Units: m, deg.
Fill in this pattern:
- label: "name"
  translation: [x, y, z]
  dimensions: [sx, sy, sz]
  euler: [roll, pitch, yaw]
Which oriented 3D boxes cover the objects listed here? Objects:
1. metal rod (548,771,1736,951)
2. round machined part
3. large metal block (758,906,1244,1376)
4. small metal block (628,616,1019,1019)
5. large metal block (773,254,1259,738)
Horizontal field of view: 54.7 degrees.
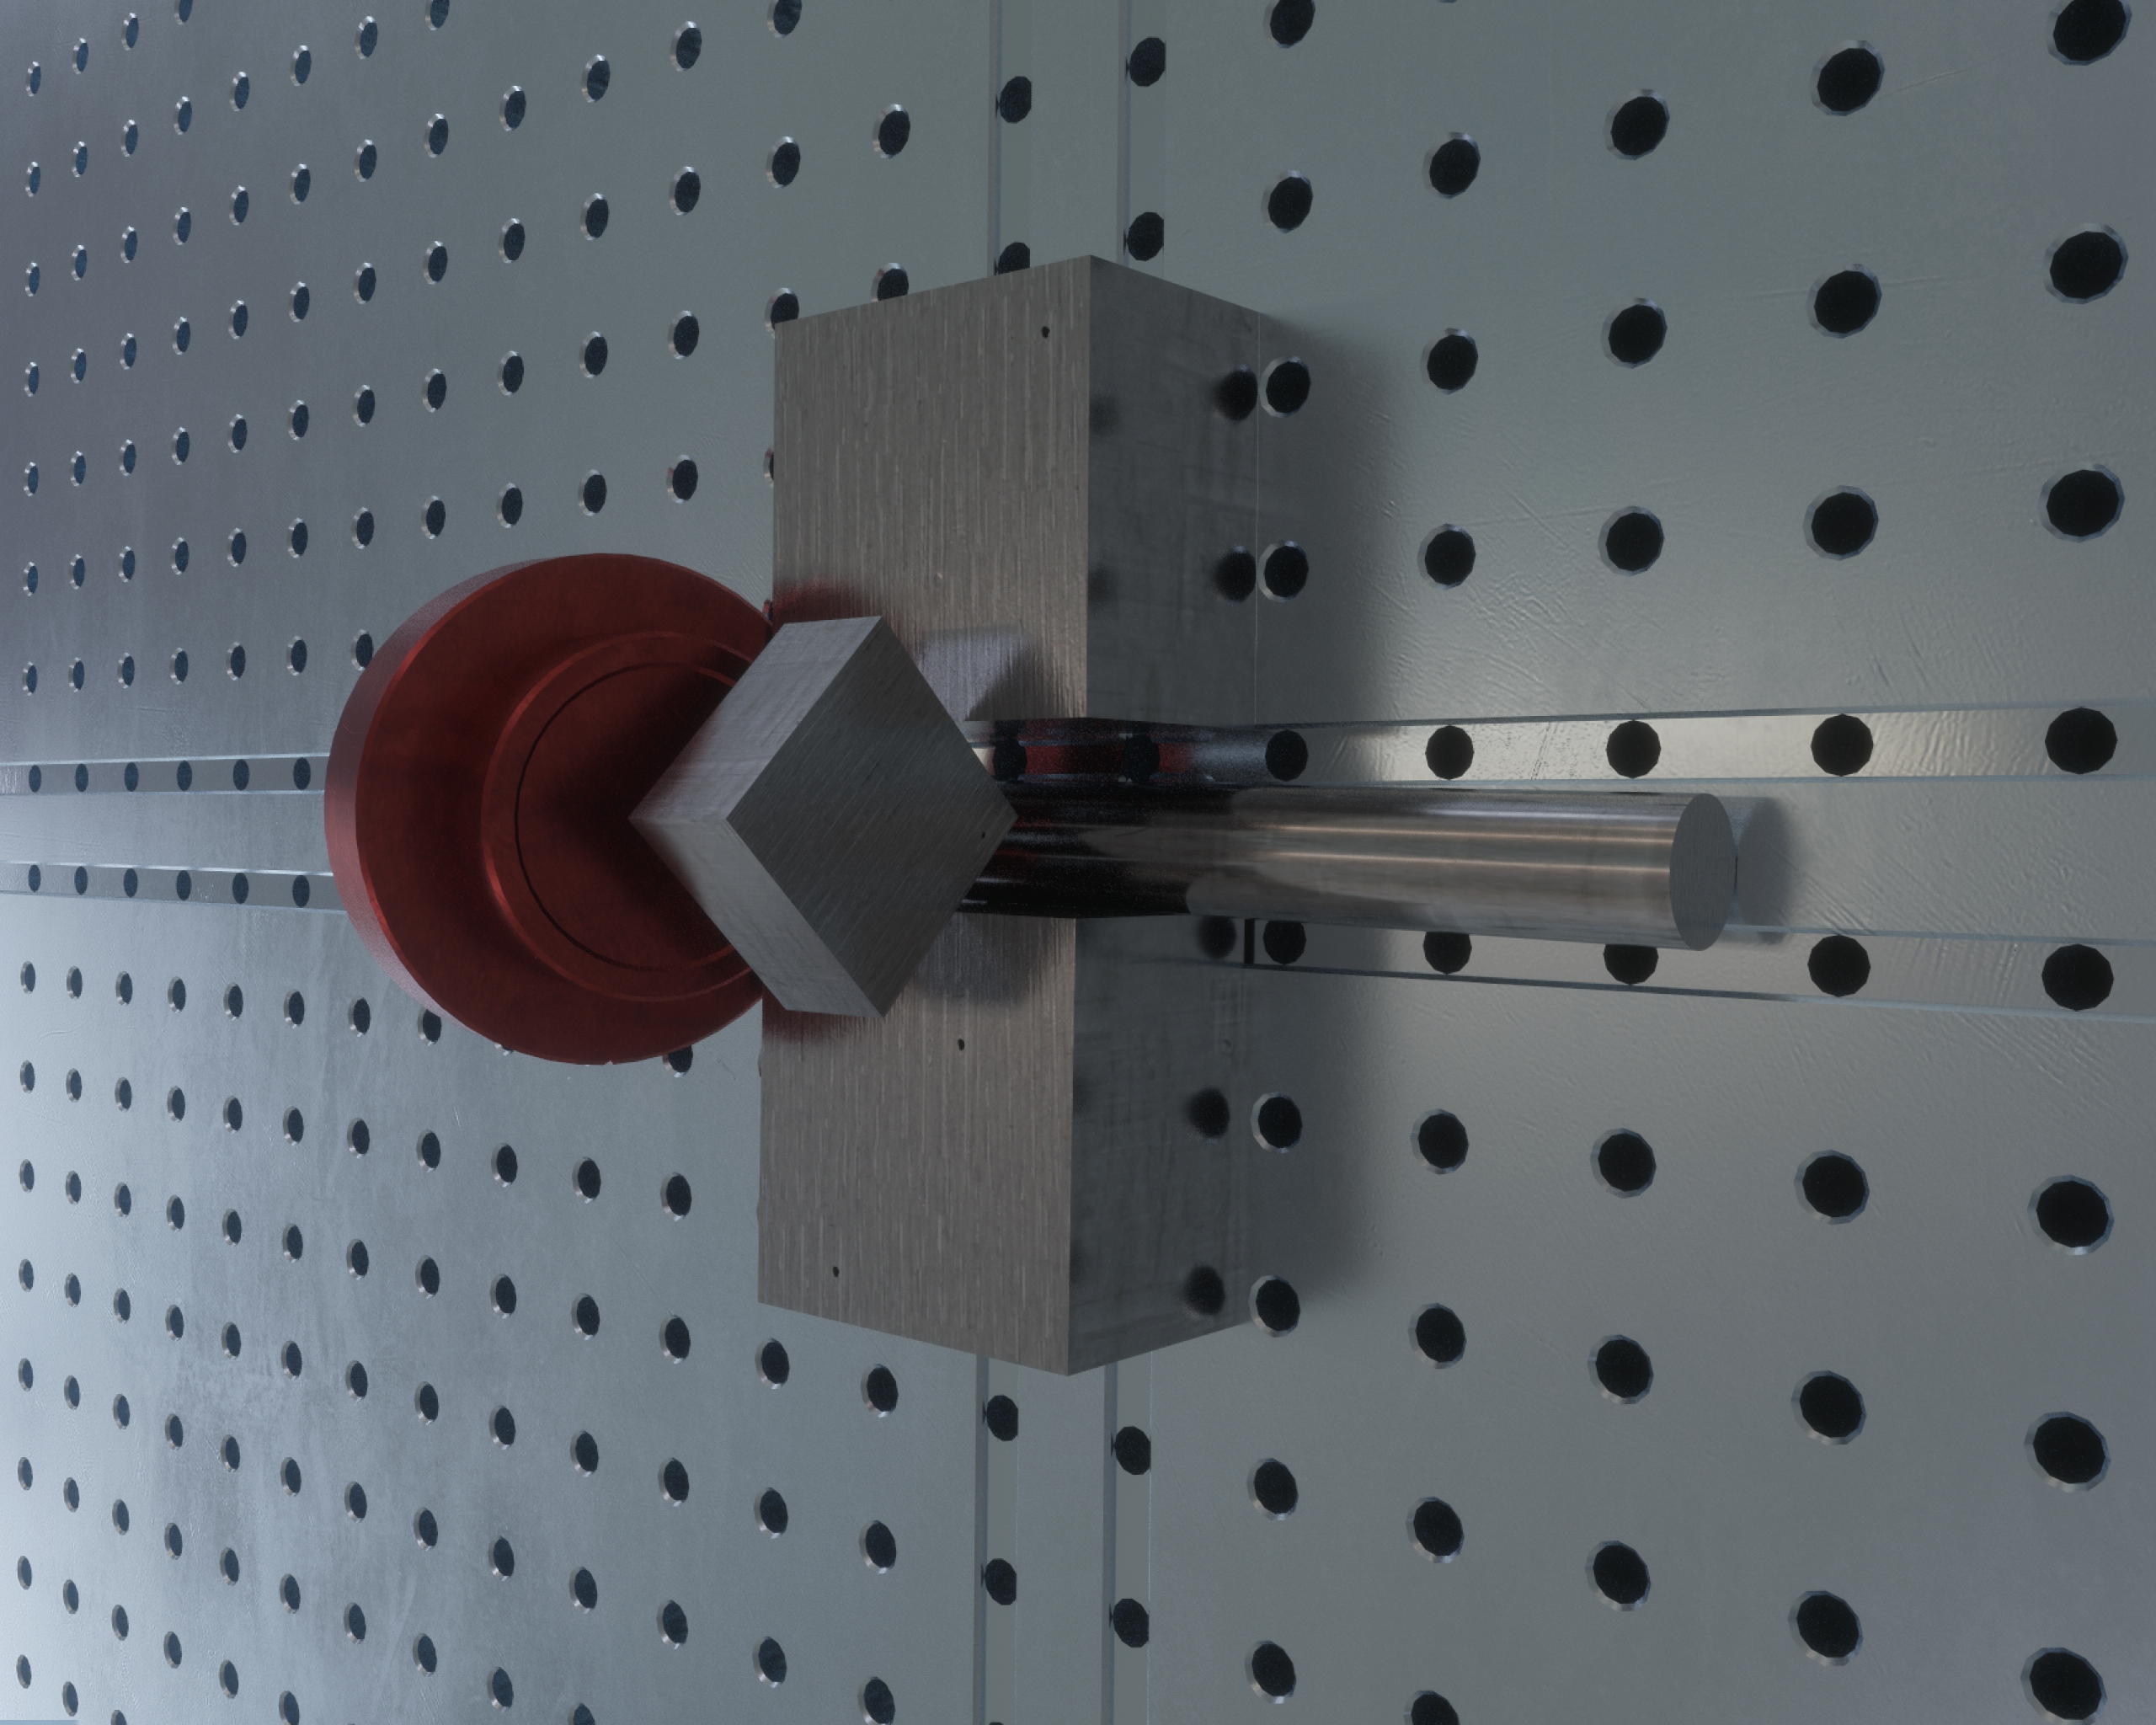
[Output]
- label: "metal rod"
  translation: [-0.017, -0.004, 0.423]
  dimensions: [0.300, 0.025, 0.025]
  euler: [3, 92, 40]
- label: "round machined part"
  translation: [-0.087, -0.010, 0.396]
  dimensions: [0.042, 0.099, 0.097]
  euler: [7, 95, 54]
- label: "large metal block"
  translation: [-0.016, 0.048, 0.406]
  dimensions: [0.080, 0.050, 0.079]
  euler: [2, 91, 40]
- label: "small metal block"
  translation: [-0.044, -0.008, 0.372]
  dimensions: [0.025, 0.050, 0.050]
  euler: [1, 47, 40]
- label: "large metal block"
  translation: [-0.013, -0.066, 0.404]
  dimensions: [0.080, 0.050, 0.079]
  euler: [1, 91, 40]
